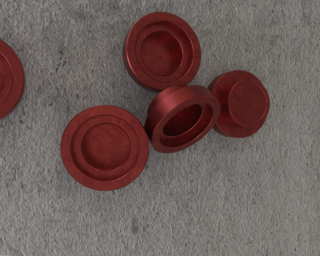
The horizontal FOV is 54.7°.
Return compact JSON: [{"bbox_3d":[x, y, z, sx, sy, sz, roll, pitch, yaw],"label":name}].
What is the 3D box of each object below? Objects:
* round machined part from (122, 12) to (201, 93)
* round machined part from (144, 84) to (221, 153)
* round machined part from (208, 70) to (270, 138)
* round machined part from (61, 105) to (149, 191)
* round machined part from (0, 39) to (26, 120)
[{"bbox_3d":[0.000,-0.094,0.399,0.099,0.042,0.097,0,90,-20],"label":"round machined part"},{"bbox_3d":[0.024,-0.016,0.390,0.099,0.097,0.042,-22,55,-19],"label":"round machined part"},{"bbox_3d":[0.116,-0.034,0.442,0.099,0.042,0.097,0,90,-20],"label":"round machined part"},{"bbox_3d":[-0.063,0.021,0.368,0.099,0.042,0.097,0,95,-5],"label":"round machined part"},{"bbox_3d":[-0.196,-0.051,0.328,0.099,0.042,0.097,0,90,-20],"label":"round machined part"}]
